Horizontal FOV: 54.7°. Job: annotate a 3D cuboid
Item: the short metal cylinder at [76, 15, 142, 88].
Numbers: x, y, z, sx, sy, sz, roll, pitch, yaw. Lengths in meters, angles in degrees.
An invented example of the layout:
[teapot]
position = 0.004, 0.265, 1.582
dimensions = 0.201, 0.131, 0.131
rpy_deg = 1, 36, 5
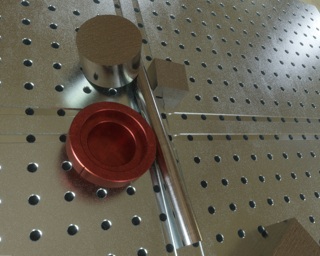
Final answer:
[short metal cylinder]
position = -0.065, -0.099, 0.403
dimensions = 0.081, 0.050, 0.080
rpy_deg = 3, 65, -5

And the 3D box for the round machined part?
[round machined part]
position = -0.058, 0.022, 0.354
dimensions = 0.099, 0.042, 0.098
rpy_deg = 14, 56, -21

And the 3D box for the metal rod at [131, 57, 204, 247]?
[metal rod]
position = -0.006, -0.001, 0.406
dimensions = 0.025, 0.025, 0.299
rpy_deg = -5, 64, -31

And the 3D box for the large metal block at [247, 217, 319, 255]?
[large metal block]
position = 0.156, 0.171, 0.375
dimensions = 0.081, 0.050, 0.080
rpy_deg = -34, 81, -38

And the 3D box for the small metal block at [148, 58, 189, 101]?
[small metal block]
position = 0.012, -0.072, 0.460
dimensions = 0.050, 0.025, 0.050
rpy_deg = 8, 58, -25
